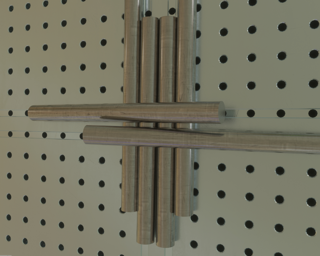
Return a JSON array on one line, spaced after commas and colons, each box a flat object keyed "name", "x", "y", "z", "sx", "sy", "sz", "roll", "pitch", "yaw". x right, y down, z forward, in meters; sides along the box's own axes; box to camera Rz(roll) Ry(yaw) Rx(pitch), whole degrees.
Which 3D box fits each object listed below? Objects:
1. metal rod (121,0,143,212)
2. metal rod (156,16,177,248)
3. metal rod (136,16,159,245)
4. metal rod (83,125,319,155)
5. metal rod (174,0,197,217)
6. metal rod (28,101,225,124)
[{"name": "metal rod", "x": -0.038, "y": -0.037, "z": 0.426, "sx": 0.025, "sy": 0.025, "sz": 0.298, "roll": 1, "pitch": 90, "yaw": 20}, {"name": "metal rod", "x": 0.009, "y": 0.005, "z": 0.411, "sx": 0.025, "sy": 0.025, "sz": 0.298, "roll": 1, "pitch": 90, "yaw": 20}, {"name": "metal rod", "x": -0.016, "y": 0.004, "z": 0.417, "sx": 0.025, "sy": 0.025, "sz": 0.298, "roll": 1, "pitch": 90, "yaw": 20}, {"name": "metal rod", "x": 0.053, "y": 0.013, "z": 0.372, "sx": 0.301, "sy": 0.025, "sz": 0.025, "roll": 2, "pitch": 91, "yaw": 11}, {"name": "metal rod", "x": 0.033, "y": -0.038, "z": 0.400, "sx": 0.025, "sy": 0.025, "sz": 0.298, "roll": 1, "pitch": 90, "yaw": 20}, {"name": "metal rod", "x": -0.064, "y": -0.020, "z": 0.411, "sx": 0.300, "sy": 0.025, "sz": 0.025, "roll": 1, "pitch": 91, "yaw": 29}]
